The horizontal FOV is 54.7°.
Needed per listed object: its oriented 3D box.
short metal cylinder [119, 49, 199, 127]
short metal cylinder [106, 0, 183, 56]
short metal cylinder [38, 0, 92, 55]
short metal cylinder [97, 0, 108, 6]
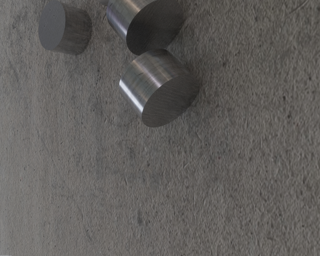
[{"bbox_3d":[-0.001,-0.047,0.370,0.050,0.081,0.080,51,120,28],"label":"short metal cylinder"},{"bbox_3d":[-0.018,-0.137,0.384,0.080,0.081,0.050,-51,60,28],"label":"short metal cylinder"},{"bbox_3d":[-0.160,-0.166,0.521,0.080,0.050,0.080,0,90,40],"label":"short metal cylinder"},{"bbox_3d":[-0.053,-0.207,0.413,0.050,0.081,0.079,6,94,40],"label":"short metal cylinder"}]
